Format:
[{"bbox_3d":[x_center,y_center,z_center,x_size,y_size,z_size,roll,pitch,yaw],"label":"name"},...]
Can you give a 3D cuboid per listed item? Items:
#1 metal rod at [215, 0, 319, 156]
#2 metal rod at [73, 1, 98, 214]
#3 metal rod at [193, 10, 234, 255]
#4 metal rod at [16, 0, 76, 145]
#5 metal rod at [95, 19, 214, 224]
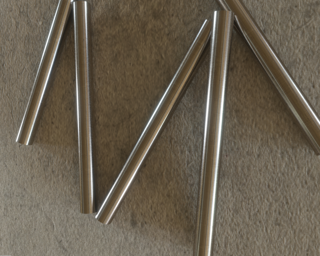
[{"bbox_3d":[0.113,-0.104,0.368,0.025,0.025,0.299,-32,80,17],"label":"metal rod"},{"bbox_3d":[-0.107,-0.030,0.445,0.025,0.025,0.298,-3,89,19],"label":"metal rod"},{"bbox_3d":[0.064,0.014,0.375,0.025,0.025,0.298,6,96,19],"label":"metal rod"},{"bbox_3d":[-0.160,-0.117,0.463,0.025,0.025,0.298,22,97,18],"label":"metal rod"},{"bbox_3d":[-0.007,-0.001,0.410,0.025,0.025,0.299,33,100,16],"label":"metal rod"}]
